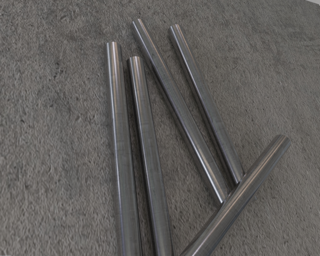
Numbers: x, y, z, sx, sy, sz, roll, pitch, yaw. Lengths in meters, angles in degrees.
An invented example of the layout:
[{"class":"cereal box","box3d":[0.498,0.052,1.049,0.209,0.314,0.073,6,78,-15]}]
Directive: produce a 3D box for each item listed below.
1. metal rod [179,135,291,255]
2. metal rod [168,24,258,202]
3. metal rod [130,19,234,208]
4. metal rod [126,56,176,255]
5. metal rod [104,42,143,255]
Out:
[{"class":"metal rod","box3d":[0.085,0.091,0.359,0.025,0.025,0.302,49,51,6]},{"class":"metal rod","box3d":[0.070,-0.033,0.461,0.025,0.025,0.299,-6,64,-31]},{"class":"metal rod","box3d":[0.024,-0.032,0.435,0.025,0.025,0.299,-12,68,-33]},{"class":"metal rod","box3d":[-0.013,0.038,0.373,0.025,0.025,0.299,4,60,-26]},{"class":"metal rod","box3d":[-0.046,0.019,0.366,0.025,0.025,0.299,6,59,-26]}]
